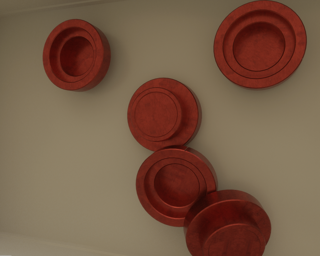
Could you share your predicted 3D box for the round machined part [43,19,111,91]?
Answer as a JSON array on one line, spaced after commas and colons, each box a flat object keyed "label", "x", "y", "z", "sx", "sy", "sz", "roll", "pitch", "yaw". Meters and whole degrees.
[{"label": "round machined part", "x": -0.113, "y": -0.100, "z": 0.441, "sx": 0.098, "sy": 0.042, "sz": 0.097, "roll": 0, "pitch": 90, "yaw": 20}]

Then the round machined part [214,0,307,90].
[{"label": "round machined part", "x": 0.115, "y": -0.092, "z": 0.361, "sx": 0.098, "sy": 0.042, "sz": 0.097, "roll": 0, "pitch": 90, "yaw": 20}]

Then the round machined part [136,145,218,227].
[{"label": "round machined part", "x": 0.023, "y": 0.069, "z": 0.388, "sx": 0.098, "sy": 0.042, "sz": 0.097, "roll": 3, "pitch": 100, "yaw": 15}]

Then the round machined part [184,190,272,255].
[{"label": "round machined part", "x": 0.078, "y": 0.122, "z": 0.350, "sx": 0.099, "sy": 0.042, "sz": 0.097, "roll": -2, "pitch": 112, "yaw": -4}]

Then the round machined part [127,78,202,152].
[{"label": "round machined part", "x": 0.001, "y": -0.017, "z": 0.401, "sx": 0.098, "sy": 0.042, "sz": 0.097, "roll": 0, "pitch": 90, "yaw": 20}]
